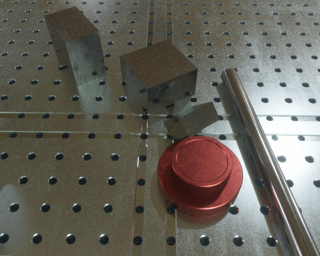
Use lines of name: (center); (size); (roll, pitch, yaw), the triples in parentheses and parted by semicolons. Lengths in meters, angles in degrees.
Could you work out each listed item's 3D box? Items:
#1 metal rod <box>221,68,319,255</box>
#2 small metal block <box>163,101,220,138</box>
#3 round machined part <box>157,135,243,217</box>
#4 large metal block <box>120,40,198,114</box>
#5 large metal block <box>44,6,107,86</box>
metal rod: (0.126, 0.032, 0.381); (0.025, 0.025, 0.300); (-6, 50, -5)
small metal block: (0.039, -0.010, 0.397); (0.050, 0.050, 0.025); (-28, 97, -21)
round machined part: (0.046, 0.047, 0.357); (0.099, 0.042, 0.098); (0, 50, 0)
large metal block: (-0.003, -0.077, 0.456); (0.081, 0.050, 0.080); (-25, 54, -20)
large metal block: (-0.129, -0.126, 0.477); (0.050, 0.080, 0.080); (-27, 55, -21)
